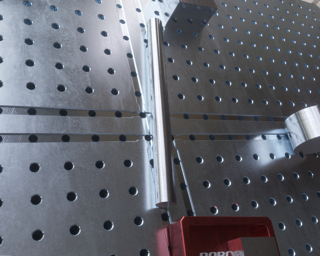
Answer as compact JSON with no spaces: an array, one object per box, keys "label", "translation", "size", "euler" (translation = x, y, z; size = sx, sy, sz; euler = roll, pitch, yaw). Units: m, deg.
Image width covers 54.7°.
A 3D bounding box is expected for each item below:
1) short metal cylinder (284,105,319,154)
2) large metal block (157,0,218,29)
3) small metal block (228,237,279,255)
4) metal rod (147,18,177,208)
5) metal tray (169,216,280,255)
[{"label":"short metal cylinder","translation":[0.251,0.004,0.505],"size":[0.081,0.080,0.050],"euler":[5,60,-26]},{"label":"large metal block","translation":[0.045,-0.231,0.557],"size":[0.081,0.050,0.080],"euler":[-3,64,-30]},{"label":"small metal block","translation":[0.111,0.154,0.357],"size":[0.050,0.025,0.050],"euler":[8,58,-24]},{"label":"metal rod","translation":[-0.001,-0.041,0.432],"size":[0.025,0.025,0.299],"euler":[10,57,-23]},{"label":"metal tray","translation":[0.079,0.150,0.355],"size":[0.131,0.030,0.090],"euler":[8,58,-24]}]
